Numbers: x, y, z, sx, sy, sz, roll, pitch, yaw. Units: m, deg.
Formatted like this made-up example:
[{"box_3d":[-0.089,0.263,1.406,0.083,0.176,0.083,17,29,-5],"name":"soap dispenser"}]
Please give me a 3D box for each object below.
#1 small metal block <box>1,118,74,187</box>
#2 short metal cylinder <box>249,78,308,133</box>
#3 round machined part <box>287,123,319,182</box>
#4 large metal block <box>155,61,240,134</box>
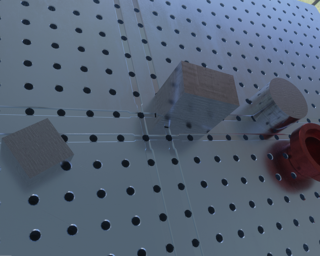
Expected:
[{"box_3d":[-0.128,0.025,0.325,0.050,0.025,0.050,-32,80,-38],"name":"small metal block"},{"box_3d":[0.201,-0.038,0.527,0.081,0.050,0.080,14,56,-21],"name":"short metal cylinder"},{"box_3d":[0.252,0.044,0.509,0.099,0.042,0.098,14,56,-21],"name":"round machined part"},{"box_3d":[0.048,-0.038,0.424,0.081,0.080,0.050,11,57,-23],"name":"large metal block"}]
